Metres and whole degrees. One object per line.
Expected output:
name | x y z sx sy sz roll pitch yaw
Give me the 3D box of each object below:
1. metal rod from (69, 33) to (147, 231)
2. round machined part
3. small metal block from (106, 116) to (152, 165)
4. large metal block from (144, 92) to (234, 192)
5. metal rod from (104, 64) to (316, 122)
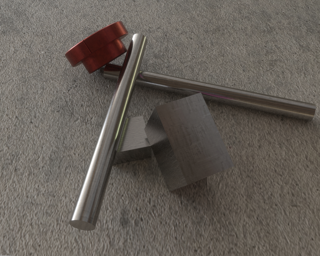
metal rod | -0.053 -0.022 0.388 0.025 0.025 0.300 6 51 5
round machined part | -0.089 -0.117 0.467 0.098 0.042 0.098 -29 14 8
small metal block | -0.041 0.015 0.390 0.050 0.025 0.050 -11 51 -9
large metal block | 0.026 0.019 0.335 0.050 0.080 0.080 -19 78 -16
metal rod | 0.063 -0.054 0.449 0.301 0.025 0.025 13 51 10
